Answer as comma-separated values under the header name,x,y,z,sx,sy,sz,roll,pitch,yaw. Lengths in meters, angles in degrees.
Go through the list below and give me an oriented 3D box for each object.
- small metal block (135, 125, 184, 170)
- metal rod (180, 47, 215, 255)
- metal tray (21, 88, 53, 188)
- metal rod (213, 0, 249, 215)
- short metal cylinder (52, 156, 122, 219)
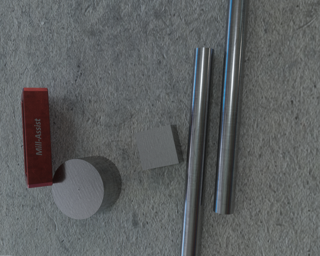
name,x,y,z,sx,sy,sz,roll,pitch,yaw
small metal block,0.000,0.025,0.409,0.050,0.025,0.050,-14,86,19
metal rod,0.046,0.051,0.392,0.025,0.025,0.298,4,91,20
metal tray,-0.176,0.013,0.439,0.090,0.030,0.129,-6,87,64
metal rod,0.088,-0.046,0.377,0.025,0.025,0.298,4,91,20
short metal cylinder,-0.101,0.080,0.431,0.080,0.050,0.079,0,90,20
